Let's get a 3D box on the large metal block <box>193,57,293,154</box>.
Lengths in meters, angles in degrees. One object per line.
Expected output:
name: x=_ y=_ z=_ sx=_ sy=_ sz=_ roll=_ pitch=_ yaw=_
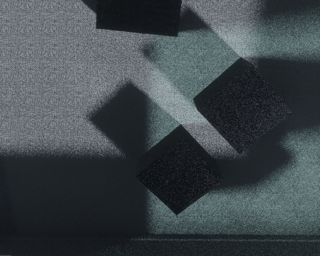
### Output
large metal block: x=0.100 y=-0.029 z=0.388 sx=0.080 sy=0.050 sz=0.080 roll=-41 pitch=105 yaw=13

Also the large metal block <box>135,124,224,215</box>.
large metal block: x=0.025 y=0.056 z=0.419 sx=0.080 sy=0.050 sz=0.080 roll=-40 pitch=106 yaw=13

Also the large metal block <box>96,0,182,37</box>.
large metal block: x=-0.020 y=-0.131 z=0.333 sx=0.081 sy=0.080 sz=0.050 roll=5 pitch=110 yaw=-2
